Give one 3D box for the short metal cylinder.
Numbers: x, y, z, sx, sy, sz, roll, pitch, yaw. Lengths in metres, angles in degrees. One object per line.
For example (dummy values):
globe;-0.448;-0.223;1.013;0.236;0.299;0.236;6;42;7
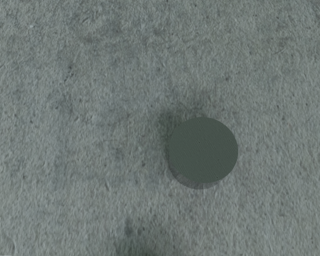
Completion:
short metal cylinder;0.051;0.033;0.384;0.081;0.050;0.080;0;70;0
